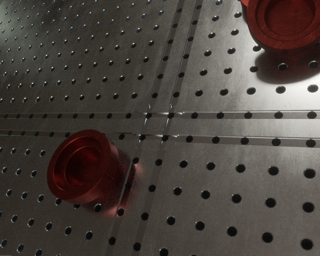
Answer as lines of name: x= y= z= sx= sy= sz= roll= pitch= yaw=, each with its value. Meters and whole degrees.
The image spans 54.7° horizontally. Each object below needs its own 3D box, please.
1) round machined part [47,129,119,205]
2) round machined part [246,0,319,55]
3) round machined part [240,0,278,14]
round machined part: x=-0.097 y=0.054 z=0.413 sx=0.098 sy=0.042 sz=0.098 roll=-13 pitch=56 yaw=20
round machined part: x=0.159 y=-0.138 z=0.383 sx=0.098 sy=0.042 sz=0.097 roll=-2 pitch=85 yaw=21
round machined part: x=0.161 y=-0.201 z=0.436 sx=0.098 sy=0.042 sz=0.098 roll=-13 pitch=56 yaw=20
